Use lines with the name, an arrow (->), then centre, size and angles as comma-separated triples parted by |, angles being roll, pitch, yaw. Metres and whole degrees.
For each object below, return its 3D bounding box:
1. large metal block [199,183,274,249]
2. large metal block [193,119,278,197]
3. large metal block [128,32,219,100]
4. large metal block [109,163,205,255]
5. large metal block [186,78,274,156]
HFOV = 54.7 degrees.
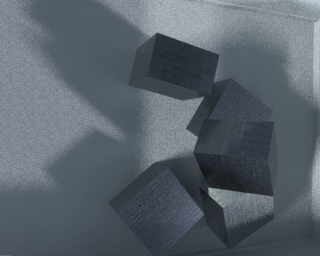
large metal block -> 0.106, 0.102, 0.423 | 0.081, 0.050, 0.080 | -26, 123, -18
large metal block -> 0.094, 0.035, 0.372 | 0.080, 0.080, 0.050 | 63, 39, -45
large metal block -> 0.014, -0.072, 0.387 | 0.081, 0.080, 0.050 | 14, 86, -20
large metal block -> -0.005, 0.103, 0.397 | 0.080, 0.050, 0.080 | -41, 103, -16
large metal block -> 0.097, -0.011, 0.435 | 0.080, 0.050, 0.080 | 34, 79, -17
